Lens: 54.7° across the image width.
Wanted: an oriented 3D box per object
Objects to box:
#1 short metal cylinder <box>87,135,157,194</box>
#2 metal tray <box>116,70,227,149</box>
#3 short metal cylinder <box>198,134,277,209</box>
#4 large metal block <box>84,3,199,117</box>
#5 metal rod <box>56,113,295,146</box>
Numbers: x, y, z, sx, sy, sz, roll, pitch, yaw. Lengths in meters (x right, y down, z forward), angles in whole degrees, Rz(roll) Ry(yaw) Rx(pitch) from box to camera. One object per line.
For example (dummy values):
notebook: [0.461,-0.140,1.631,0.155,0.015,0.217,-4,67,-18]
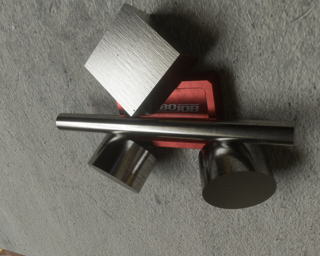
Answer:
short metal cylinder: [-0.051,0.048,0.425,0.080,0.050,0.080,28,163,9]
metal tray: [0.012,-0.021,0.386,0.130,0.030,0.089,2,120,27]
short metal cylinder: [0.087,0.052,0.357,0.081,0.050,0.080,-1,137,0]
large metal block: [-0.020,-0.070,0.332,0.080,0.050,0.080,47,114,16]
metal rod: [-0.003,-0.002,0.370,0.300,0.025,0.025,3,120,26]
